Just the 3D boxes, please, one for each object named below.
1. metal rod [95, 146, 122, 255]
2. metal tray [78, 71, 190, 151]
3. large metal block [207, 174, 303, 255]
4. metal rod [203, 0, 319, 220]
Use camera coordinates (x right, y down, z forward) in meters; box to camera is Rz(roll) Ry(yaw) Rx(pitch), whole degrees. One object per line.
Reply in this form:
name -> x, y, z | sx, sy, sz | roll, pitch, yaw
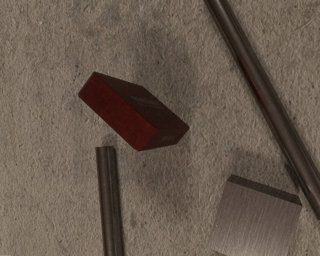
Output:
metal rod -> -0.065, 0.174, 0.430 | 0.025, 0.025, 0.298 | -5, 88, 19
metal tray -> -0.023, -0.018, 0.360 | 0.090, 0.130, 0.030 | 42, 103, 15
large metal block -> 0.108, 0.107, 0.357 | 0.080, 0.050, 0.079 | 17, 96, 19
metal rod -> 0.124, -0.037, 0.364 | 0.025, 0.025, 0.299 | -27, 81, 17
